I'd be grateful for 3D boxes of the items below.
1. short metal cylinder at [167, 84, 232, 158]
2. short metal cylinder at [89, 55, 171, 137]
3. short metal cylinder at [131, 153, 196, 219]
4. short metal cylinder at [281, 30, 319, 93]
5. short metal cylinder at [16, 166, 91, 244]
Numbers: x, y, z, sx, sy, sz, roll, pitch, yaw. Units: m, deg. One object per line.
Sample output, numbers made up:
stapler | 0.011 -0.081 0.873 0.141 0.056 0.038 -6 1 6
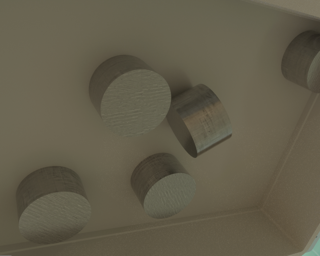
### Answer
short metal cylinder | 0.046 -0.009 0.392 0.050 0.080 0.080 -29 128 -10
short metal cylinder | -0.035 -0.037 0.351 0.081 0.050 0.079 -14 124 -21
short metal cylinder | 0.004 0.083 0.446 0.081 0.050 0.079 -14 124 -21
short metal cylinder | 0.229 -0.098 0.457 0.081 0.050 0.079 -14 124 -21
short metal cylinder | -0.131 0.094 0.379 0.081 0.050 0.079 -14 124 -21
